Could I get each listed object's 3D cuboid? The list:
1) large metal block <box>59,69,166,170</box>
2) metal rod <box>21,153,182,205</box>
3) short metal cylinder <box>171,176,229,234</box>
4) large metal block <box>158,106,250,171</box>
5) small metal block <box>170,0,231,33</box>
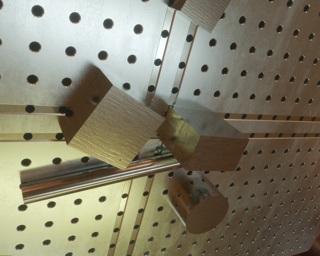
[{"bbox_3d":[-0.056,-0.008,0.361,0.080,0.050,0.080,32,100,-39],"label":"large metal block"},{"bbox_3d":[-0.028,0.056,0.432,0.303,0.025,0.025,-10,123,-24],"label":"metal rod"},{"bbox_3d":[0.066,0.128,0.512,0.081,0.050,0.079,-14,124,-21],"label":"short metal cylinder"},{"bbox_3d":[0.057,0.014,0.417,0.081,0.080,0.050,5,116,-31],"label":"large metal block"},{"bbox_3d":[0.048,-0.144,0.350,0.050,0.025,0.050,22,107,-37],"label":"small metal block"}]
